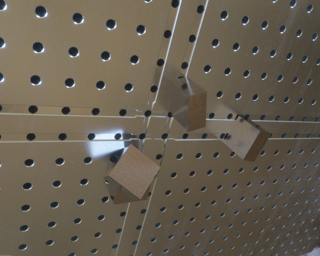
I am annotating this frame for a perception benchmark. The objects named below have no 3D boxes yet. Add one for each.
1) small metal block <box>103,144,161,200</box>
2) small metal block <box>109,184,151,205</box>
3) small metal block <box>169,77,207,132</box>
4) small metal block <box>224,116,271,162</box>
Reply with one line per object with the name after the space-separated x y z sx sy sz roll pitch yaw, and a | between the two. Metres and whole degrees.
-0.036 0.057 0.399 0.050 0.025 0.050 40 61 -11 | small metal block
-0.041 0.077 0.436 0.050 0.025 0.050 -2 119 -28 | small metal block
0.035 -0.031 0.394 0.025 0.050 0.050 -16 125 -19 | small metal block
0.133 0.016 0.477 0.025 0.050 0.050 13 112 -34 | small metal block
